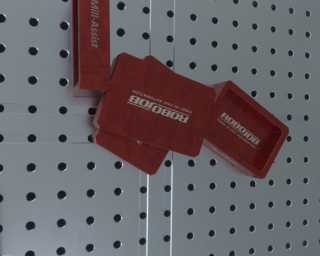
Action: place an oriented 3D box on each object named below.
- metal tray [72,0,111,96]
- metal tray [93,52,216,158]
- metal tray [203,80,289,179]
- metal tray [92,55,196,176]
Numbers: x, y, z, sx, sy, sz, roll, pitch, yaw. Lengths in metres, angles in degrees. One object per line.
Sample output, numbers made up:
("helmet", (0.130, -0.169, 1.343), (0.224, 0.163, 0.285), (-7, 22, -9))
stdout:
("metal tray", (-0.080, -0.104, 0.348), (0.030, 0.090, 0.129), (-1, 90, -20))
("metal tray", (-0.004, -0.025, 0.376), (0.131, 0.030, 0.090), (18, 84, -19))
("metal tray", (0.117, 0.004, 0.452), (0.130, 0.030, 0.090), (35, 79, -17))
("metal tray", (-0.016, -0.016, 0.404), (0.090, 0.030, 0.130), (34, 79, -17))
